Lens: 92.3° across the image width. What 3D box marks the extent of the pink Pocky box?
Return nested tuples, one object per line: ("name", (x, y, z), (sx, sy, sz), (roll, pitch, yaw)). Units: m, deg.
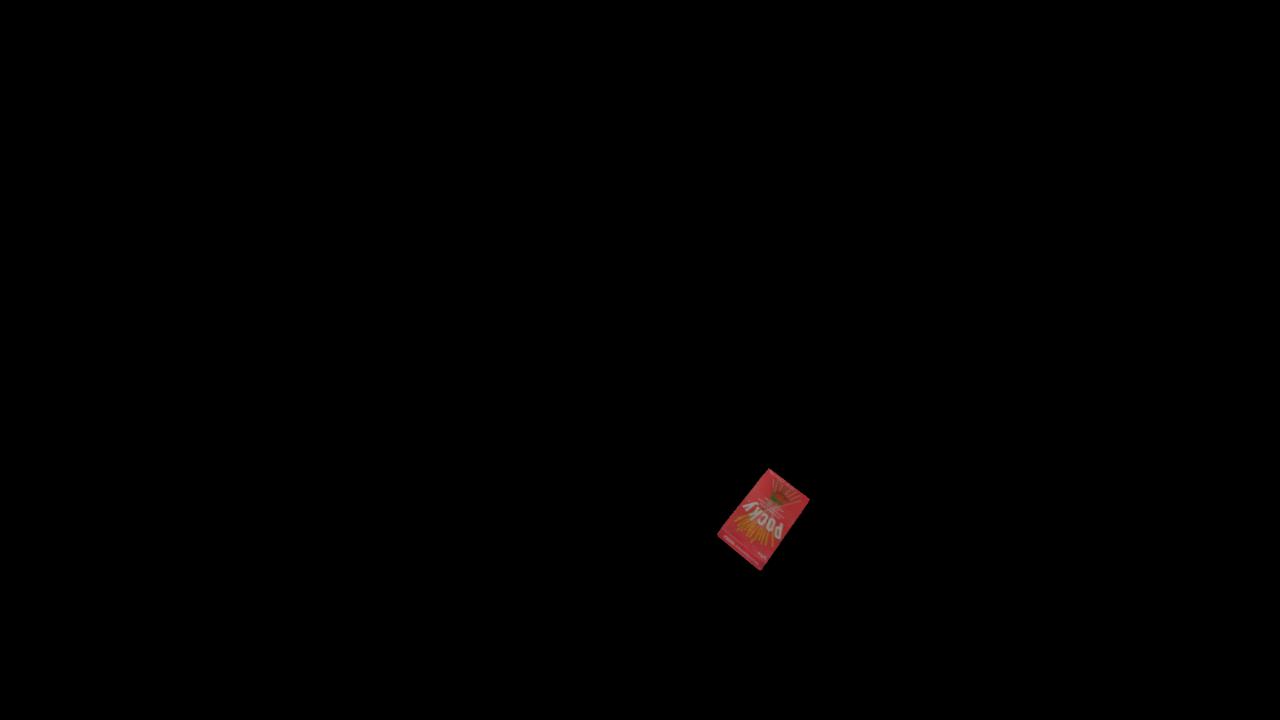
("pink Pocky box", (0.197, 0.247, 0.969), (0.084, 0.029, 0.155), (37, 49, 18))
